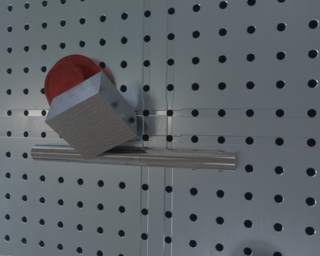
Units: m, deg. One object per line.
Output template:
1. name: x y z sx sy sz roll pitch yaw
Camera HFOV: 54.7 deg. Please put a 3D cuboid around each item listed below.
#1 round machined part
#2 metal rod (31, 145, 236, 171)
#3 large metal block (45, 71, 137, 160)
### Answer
1. round machined part: -0.126 -0.058 0.448 0.098 0.042 0.097 0 90 19
2. metal rod: -0.049 0.039 0.429 0.301 0.025 0.025 1 90 19
3. large metal block: -0.086 -0.014 0.406 0.080 0.080 0.050 -26 37 16
